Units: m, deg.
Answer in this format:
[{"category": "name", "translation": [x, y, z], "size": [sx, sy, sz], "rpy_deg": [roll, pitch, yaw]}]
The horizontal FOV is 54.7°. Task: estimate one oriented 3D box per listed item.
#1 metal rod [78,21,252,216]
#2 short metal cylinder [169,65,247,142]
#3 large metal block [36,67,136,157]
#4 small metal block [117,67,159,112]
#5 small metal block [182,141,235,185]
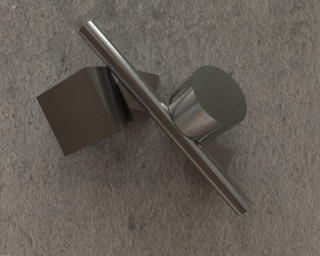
[{"category": "metal rod", "translation": [0.007, -0.012, 0.386], "size": [0.025, 0.025, 0.300], "rpy_deg": [-41, 91, 0]}, {"category": "short metal cylinder", "translation": [0.058, -0.029, 0.379], "size": [0.081, 0.050, 0.080], "rpy_deg": [16, 57, -25]}, {"category": "large metal block", "translation": [-0.090, -0.021, 0.381], "size": [0.080, 0.050, 0.080], "rpy_deg": [-25, 91, 23]}, {"category": "small metal block", "translation": [-0.031, -0.049, 0.411], "size": [0.050, 0.025, 0.050], "rpy_deg": [12, 90, -1]}, {"category": "small metal block", "translation": [0.064, 0.042, 0.412], "size": [0.050, 0.025, 0.050], "rpy_deg": [24, 90, -1]}]
